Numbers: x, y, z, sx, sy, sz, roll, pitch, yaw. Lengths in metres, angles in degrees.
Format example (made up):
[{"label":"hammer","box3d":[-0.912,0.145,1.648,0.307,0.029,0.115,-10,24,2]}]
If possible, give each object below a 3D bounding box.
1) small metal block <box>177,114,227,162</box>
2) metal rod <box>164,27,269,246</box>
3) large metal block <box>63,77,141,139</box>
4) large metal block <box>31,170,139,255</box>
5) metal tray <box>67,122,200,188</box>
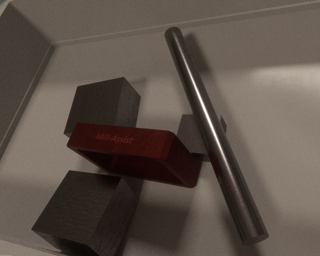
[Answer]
[{"label":"small metal block","box3d":[0.048,0.012,0.372,0.050,0.025,0.050,3,63,29]},{"label":"metal rod","box3d":[0.051,-0.019,0.357,0.025,0.025,0.299,-25,53,13]},{"label":"large metal block","box3d":[-0.080,-0.020,0.442,0.080,0.050,0.080,-7,59,24]},{"label":"large metal block","box3d":[-0.083,0.100,0.359,0.080,0.050,0.080,2,48,29]},{"label":"metal tray","box3d":[-0.030,0.032,0.358,0.130,0.090,0.030,5,64,30]}]
